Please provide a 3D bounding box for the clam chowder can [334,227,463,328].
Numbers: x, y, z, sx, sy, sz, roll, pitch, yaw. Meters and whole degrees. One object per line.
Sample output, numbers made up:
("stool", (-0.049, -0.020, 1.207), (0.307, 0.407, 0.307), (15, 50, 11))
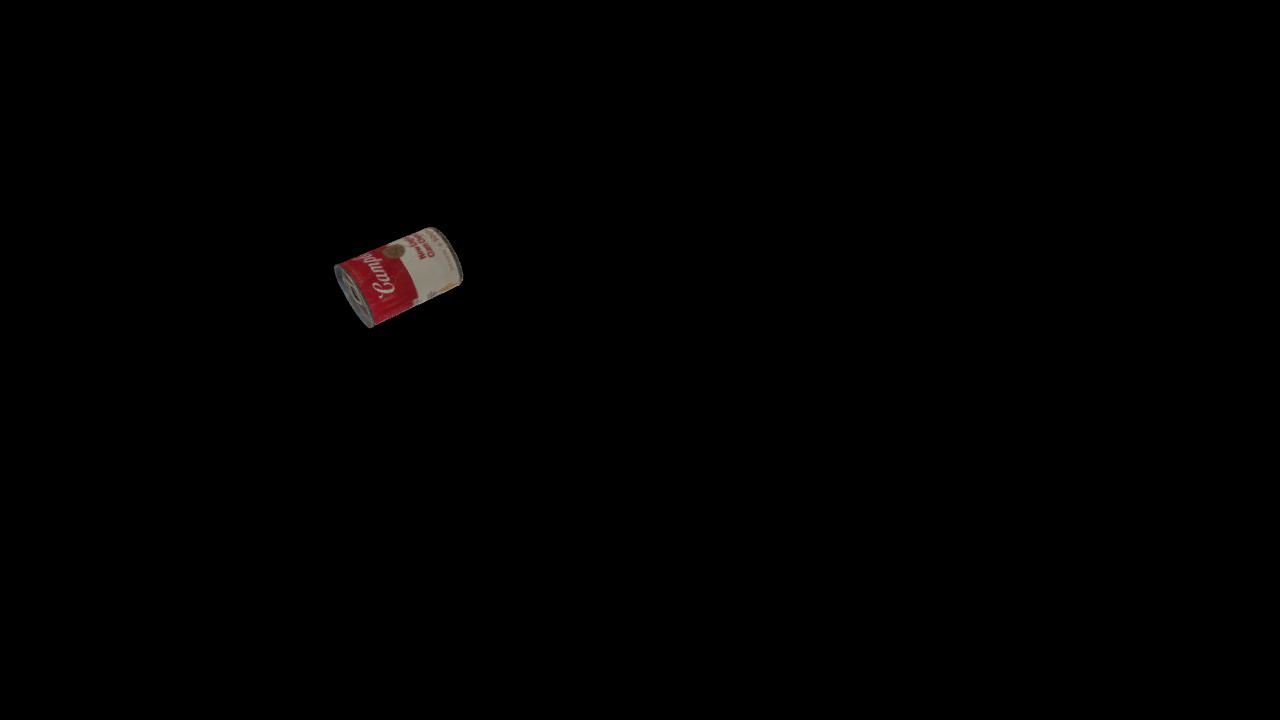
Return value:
("clam chowder can", (-0.239, -0.084, 0.615), (0.102, 0.068, 0.068), (-33, 18, -29))
